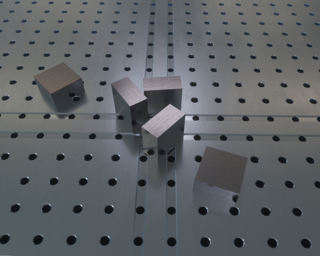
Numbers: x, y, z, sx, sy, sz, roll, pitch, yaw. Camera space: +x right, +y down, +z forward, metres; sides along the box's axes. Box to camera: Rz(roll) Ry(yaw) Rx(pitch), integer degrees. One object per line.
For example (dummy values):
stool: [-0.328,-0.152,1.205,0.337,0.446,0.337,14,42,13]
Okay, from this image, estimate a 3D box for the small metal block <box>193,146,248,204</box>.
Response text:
small metal block: [0.071,0.054,0.363,0.050,0.025,0.050,16,52,13]

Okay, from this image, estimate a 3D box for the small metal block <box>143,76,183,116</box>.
small metal block: [0.003,-0.043,0.428,0.050,0.050,0.025,-4,50,-4]

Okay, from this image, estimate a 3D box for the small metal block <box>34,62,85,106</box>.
small metal block: [-0.150,-0.066,0.463,0.050,0.025,0.050,-35,58,-26]

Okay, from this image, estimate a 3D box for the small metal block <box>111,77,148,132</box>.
small metal block: [-0.040,-0.032,0.418,0.025,0.050,0.050,-27,55,-21]

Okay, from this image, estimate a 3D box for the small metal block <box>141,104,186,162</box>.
small metal block: [0.005,0.007,0.386,0.025,0.050,0.050,35,58,26]
